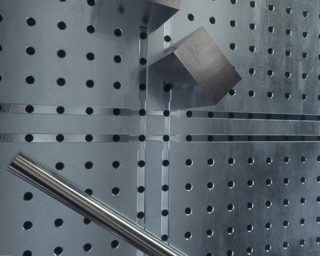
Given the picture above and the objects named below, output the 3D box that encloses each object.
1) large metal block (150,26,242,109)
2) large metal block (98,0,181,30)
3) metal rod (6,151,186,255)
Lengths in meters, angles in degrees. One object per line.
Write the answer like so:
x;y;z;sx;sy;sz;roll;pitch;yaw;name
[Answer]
0.044;-0.073;0.401;0.050;0.080;0.080;-44;104;-15;large metal block
-0.025;-0.164;0.375;0.081;0.080;0.050;8;87;-20;large metal block
-0.052;0.125;0.394;0.301;0.025;0.025;38;78;-17;metal rod
